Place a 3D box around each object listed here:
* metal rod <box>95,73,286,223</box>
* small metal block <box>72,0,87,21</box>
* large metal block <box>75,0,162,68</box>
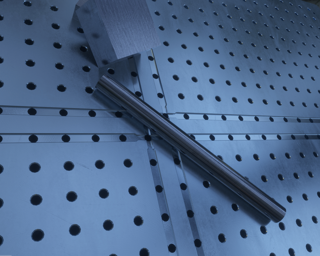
[{"bbox_3d":[0.043,0.028,0.413,0.301,0.025,0.025,37,51,-4],"label":"metal rod"},{"bbox_3d":[-0.095,-0.176,0.464,0.050,0.025,0.050,26,53,-12],"label":"small metal block"},{"bbox_3d":[-0.055,-0.137,0.426,0.081,0.050,0.080,-30,104,-37],"label":"large metal block"}]
